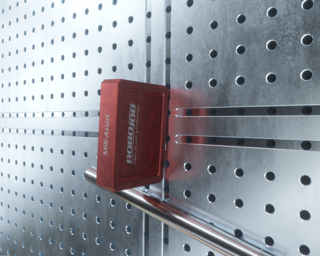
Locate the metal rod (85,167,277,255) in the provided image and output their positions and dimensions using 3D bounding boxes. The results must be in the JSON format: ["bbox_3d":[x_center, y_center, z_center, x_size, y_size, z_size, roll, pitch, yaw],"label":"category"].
[{"bbox_3d":[0.002,0.108,0.405,0.300,0.025,0.025,17,101,38],"label":"metal rod"}]

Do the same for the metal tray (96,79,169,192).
[{"bbox_3d":[-0.032,0.008,0.391,0.030,0.091,0.129,6,94,41],"label":"metal tray"}]
